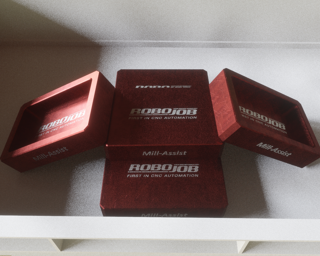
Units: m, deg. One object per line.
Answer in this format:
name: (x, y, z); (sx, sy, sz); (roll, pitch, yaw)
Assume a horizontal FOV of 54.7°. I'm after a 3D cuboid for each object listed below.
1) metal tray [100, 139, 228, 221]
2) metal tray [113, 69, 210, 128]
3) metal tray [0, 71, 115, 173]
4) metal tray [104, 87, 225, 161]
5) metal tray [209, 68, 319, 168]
metal tray: (0.004, 0.056, 0.351); (0.131, 0.030, 0.090); (0, 50, -1)
metal tray: (0.004, -0.043, 0.434); (0.131, 0.030, 0.090); (0, 50, -1)
metal tray: (-0.119, -0.007, 0.365); (0.130, 0.030, 0.090); (-18, 47, 23)
metal tray: (0.004, -0.007, 0.366); (0.131, 0.030, 0.090); (-1, 50, -1)
metal tray: (0.125, -0.011, 0.369); (0.131, 0.030, 0.090); (18, 46, -23)
